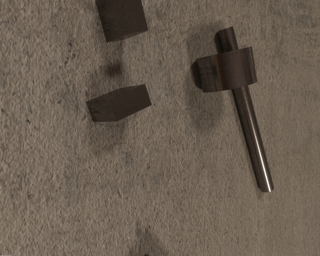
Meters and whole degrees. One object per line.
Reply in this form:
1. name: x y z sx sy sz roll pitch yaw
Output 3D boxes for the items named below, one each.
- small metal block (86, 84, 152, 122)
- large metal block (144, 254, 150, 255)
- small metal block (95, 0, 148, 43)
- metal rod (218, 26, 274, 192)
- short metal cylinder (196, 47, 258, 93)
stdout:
1. small metal block: -0.047 -0.028 0.351 0.050 0.050 0.025 -29 109 -37
2. large metal block: -0.007 0.222 0.385 0.080 0.050 0.080 -47 118 -30
3. small metal block: -0.044 -0.129 0.353 0.025 0.050 0.050 -23 105 -38
4. metal rod: 0.152 -0.023 0.534 0.025 0.025 0.298 -31 110 -36
5. short metal cylinder: 0.097 -0.085 0.453 0.081 0.080 0.050 -21 104 -38
